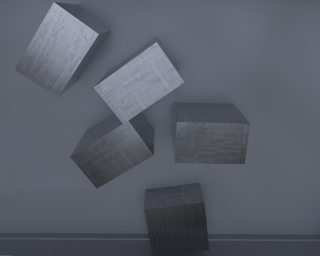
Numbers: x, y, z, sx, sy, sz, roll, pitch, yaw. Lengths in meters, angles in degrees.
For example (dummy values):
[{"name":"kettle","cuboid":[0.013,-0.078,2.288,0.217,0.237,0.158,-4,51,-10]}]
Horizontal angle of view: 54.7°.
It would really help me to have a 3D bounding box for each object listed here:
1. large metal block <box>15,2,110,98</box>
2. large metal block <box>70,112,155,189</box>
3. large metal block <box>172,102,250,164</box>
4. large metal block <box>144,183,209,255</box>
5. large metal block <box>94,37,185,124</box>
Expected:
[{"name":"large metal block","cuboid":[-0.104,-0.090,0.347,0.050,0.080,0.080,34,106,-12]},{"name":"large metal block","cuboid":[-0.055,0.018,0.388,0.080,0.080,0.050,-31,108,10]},{"name":"large metal block","cuboid":[0.058,0.004,0.384,0.081,0.080,0.050,1,110,-1]},{"name":"large metal block","cuboid":[0.024,0.131,0.447,0.080,0.050,0.079,-8,110,2]},{"name":"large metal block","cuboid":[-0.022,-0.058,0.360,0.080,0.080,0.050,-34,107,10]}]
